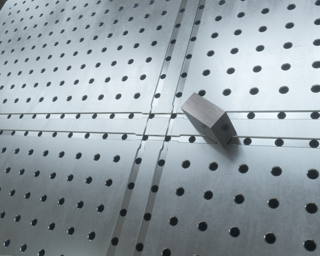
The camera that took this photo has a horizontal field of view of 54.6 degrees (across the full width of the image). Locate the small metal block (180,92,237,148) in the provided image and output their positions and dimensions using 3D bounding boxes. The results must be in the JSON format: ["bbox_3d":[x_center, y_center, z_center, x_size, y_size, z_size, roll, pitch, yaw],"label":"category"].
[{"bbox_3d":[0.058,-0.009,0.368,0.025,0.050,0.050,-48,51,-5],"label":"small metal block"}]
